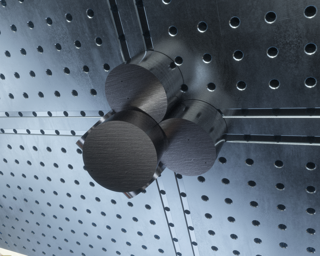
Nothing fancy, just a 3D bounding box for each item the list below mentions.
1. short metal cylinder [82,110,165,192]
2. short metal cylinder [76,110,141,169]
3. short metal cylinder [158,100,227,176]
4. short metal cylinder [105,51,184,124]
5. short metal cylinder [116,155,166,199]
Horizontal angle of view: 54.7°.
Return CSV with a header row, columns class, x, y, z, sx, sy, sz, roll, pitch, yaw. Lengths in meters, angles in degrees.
class,x,y,z,sx,sy,sz,roll,pitch,yaw
short metal cylinder,-0.038,0.024,0.345,0.080,0.050,0.079,2,106,9
short metal cylinder,-0.065,0.012,0.415,0.050,0.080,0.080,47,129,-5
short metal cylinder,0.037,0.012,0.381,0.080,0.050,0.079,13,124,20
short metal cylinder,-0.018,-0.047,0.373,0.080,0.050,0.079,13,124,20
short metal cylinder,-0.032,0.049,0.421,0.050,0.080,0.080,47,129,-5
